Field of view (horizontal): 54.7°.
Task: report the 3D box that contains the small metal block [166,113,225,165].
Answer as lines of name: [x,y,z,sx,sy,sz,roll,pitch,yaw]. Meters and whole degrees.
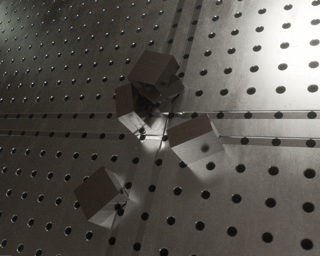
small metal block: [0.042,0.014,0.361,0.050,0.050,0.025,-24,53,13]

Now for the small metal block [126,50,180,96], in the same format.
small metal block: [-0.009,-0.077,0.427,0.050,0.025,0.050,20,72,35]

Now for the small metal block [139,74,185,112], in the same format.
small metal block: [-0.002,-0.058,0.444,0.050,0.025,0.050,-46,51,-5]

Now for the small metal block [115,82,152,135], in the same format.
small metal block: [-0.037,-0.026,0.426,0.025,0.050,0.050,-21,54,17]

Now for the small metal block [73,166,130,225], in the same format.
small metal block: [-0.075,0.085,0.394,0.050,0.025,0.050,-41,51,-1]
